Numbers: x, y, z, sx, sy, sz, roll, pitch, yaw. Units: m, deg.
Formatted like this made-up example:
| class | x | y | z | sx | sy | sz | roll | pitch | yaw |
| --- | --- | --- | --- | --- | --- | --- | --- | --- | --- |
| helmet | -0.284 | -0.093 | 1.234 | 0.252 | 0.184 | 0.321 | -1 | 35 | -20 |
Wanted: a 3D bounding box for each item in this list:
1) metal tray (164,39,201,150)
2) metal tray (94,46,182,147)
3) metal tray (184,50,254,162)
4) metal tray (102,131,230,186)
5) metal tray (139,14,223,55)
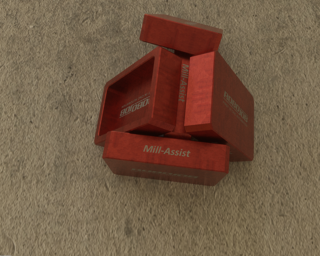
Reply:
| class | x | y | z | sx | sy | sz | roll | pitch | yaw |
| --- | --- | --- | --- | --- | --- | --- | --- | --- | --- |
| metal tray | 0.026 | -0.036 | 0.388 | 0.030 | 0.090 | 0.130 | 7 | 70 | 2 |
| metal tray | -0.030 | -0.029 | 0.368 | 0.030 | 0.130 | 0.090 | 20 | 66 | -32 |
| metal tray | 0.076 | -0.019 | 0.364 | 0.030 | 0.130 | 0.090 | -7 | 67 | 33 |
| metal tray | 0.007 | 0.039 | 0.360 | 0.131 | 0.090 | 0.030 | 7 | 70 | 2 |
| metal tray | 0.034 | -0.123 | 0.406 | 0.090 | 0.130 | 0.030 | 17 | 112 | 5 |
